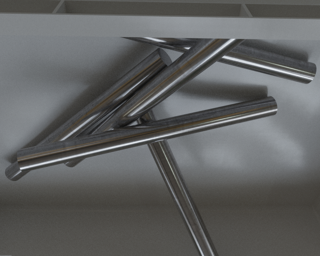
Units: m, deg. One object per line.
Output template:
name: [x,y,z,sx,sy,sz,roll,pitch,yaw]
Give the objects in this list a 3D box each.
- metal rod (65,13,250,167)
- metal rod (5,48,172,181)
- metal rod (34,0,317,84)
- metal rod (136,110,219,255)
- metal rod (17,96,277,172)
metal rod: [-0.030,-0.021,0.353,0.025,0.025,0.299,34,133,-26]
metal rod: [-0.107,-0.003,0.395,0.299,0.025,0.025,-32,124,27]
metal rod: [0.027,-0.093,0.330,0.302,0.025,0.025,11,129,-10]
metal rod: [0.029,0.091,0.409,0.025,0.025,0.299,-21,103,16]
metal rod: [-0.005,0.004,0.362,0.302,0.025,0.025,-12,131,-10]
